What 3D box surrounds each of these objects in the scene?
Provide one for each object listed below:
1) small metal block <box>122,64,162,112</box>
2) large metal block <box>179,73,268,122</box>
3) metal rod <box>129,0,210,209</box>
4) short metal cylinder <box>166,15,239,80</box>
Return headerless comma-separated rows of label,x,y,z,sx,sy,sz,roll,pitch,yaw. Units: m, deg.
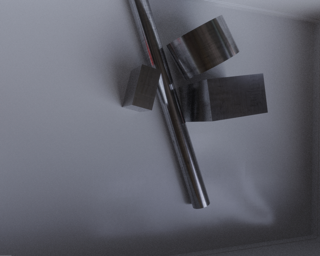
small metal block,-0.024,-0.048,0.389,0.025,0.050,0.050,15,85,-20
large metal block,0.082,-0.038,0.413,0.081,0.080,0.050,-9,93,-20
metal rod,0.013,-0.034,0.416,0.025,0.025,0.298,-20,97,-19
short metal cylinder,0.055,-0.104,0.403,0.080,0.080,0.050,-32,101,-17
